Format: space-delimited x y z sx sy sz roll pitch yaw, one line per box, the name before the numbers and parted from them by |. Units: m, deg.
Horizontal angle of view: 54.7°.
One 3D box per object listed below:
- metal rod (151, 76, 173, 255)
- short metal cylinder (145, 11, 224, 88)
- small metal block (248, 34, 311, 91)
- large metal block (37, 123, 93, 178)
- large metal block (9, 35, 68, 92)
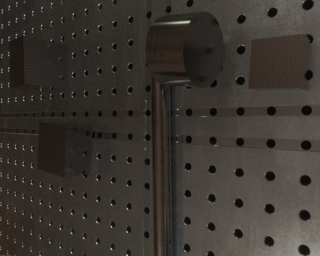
metal rod | 0.003 0.049 0.405 0.025 0.025 0.298 -1 89 39
short metal cylinder | 0.029 -0.087 0.348 0.050 0.081 0.079 11 97 39
small metal block | 0.119 -0.063 0.310 0.050 0.025 0.050 5 93 39
large metal block | -0.161 0.034 0.523 0.080 0.050 0.079 6 94 39
large metal block | -0.213 -0.109 0.546 0.050 0.081 0.080 -4 88 40
